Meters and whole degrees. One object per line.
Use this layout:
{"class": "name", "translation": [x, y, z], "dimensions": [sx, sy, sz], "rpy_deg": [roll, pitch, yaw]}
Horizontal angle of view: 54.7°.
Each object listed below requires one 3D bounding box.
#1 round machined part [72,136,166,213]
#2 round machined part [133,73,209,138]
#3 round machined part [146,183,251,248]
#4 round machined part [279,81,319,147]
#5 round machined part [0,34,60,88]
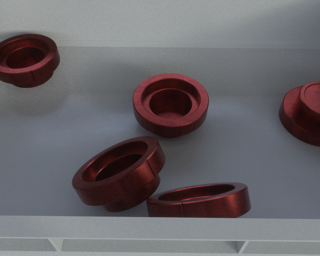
{"class": "round machined part", "translation": [-0.039, 0.051, 0.330], "dimensions": [0.098, 0.042, 0.098], "rpy_deg": [-22, 18, 8]}
{"class": "round machined part", "translation": [0.014, -0.026, 0.416], "dimensions": [0.099, 0.042, 0.098], "rpy_deg": [0, 50, 0]}
{"class": "round machined part", "translation": [0.038, 0.083, 0.300], "dimensions": [0.099, 0.098, 0.042], "rpy_deg": [-9, 86, -7]}
{"class": "round machined part", "translation": [0.217, -0.025, 0.417], "dimensions": [0.099, 0.042, 0.098], "rpy_deg": [0, 50, 0]}
{"class": "round machined part", "translation": [-0.203, -0.099, 0.476], "dimensions": [0.099, 0.042, 0.098], "rpy_deg": [0, 50, 0]}
